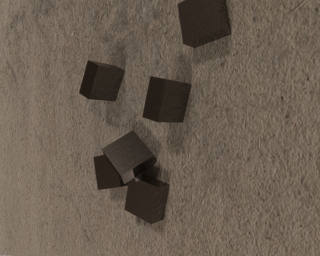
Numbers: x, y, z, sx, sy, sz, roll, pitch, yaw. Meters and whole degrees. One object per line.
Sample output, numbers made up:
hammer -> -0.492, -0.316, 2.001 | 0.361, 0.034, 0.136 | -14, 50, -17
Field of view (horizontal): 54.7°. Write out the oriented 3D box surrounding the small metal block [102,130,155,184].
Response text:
small metal block -> -0.042, 0.039, 0.419 | 0.050, 0.050, 0.025 | 48, 160, 29

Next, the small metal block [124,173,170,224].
small metal block -> -0.018, 0.094, 0.418 | 0.050, 0.025, 0.050 | 16, 100, 38

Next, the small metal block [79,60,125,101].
small metal block -> -0.085, -0.068, 0.456 | 0.025, 0.050, 0.050 | 30, 109, 35

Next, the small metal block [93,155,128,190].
small metal block -> -0.070, 0.063, 0.460 | 0.050, 0.025, 0.050 | -16, 80, 38

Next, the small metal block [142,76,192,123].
small metal block -> 0.009, -0.034, 0.379 | 0.025, 0.050, 0.050 | 19, 102, 38

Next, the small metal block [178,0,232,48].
small metal block -> 0.051, -0.128, 0.361 | 0.050, 0.025, 0.050 | -12, 83, 39
